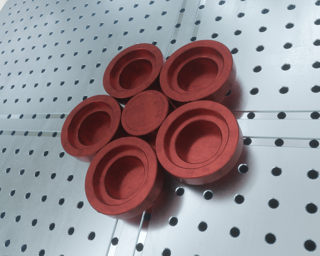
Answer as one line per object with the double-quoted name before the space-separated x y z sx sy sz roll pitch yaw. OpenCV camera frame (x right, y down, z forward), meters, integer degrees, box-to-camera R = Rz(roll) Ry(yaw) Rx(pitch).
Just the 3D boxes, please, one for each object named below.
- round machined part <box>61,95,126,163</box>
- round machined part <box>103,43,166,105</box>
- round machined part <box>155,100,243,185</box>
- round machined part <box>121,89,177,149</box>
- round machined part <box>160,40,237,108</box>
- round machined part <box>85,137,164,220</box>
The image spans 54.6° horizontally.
"round machined part" -0.088 0.004 0.441 0.098 0.042 0.098 -13 56 21
"round machined part" -0.032 -0.075 0.461 0.098 0.042 0.098 -13 56 21
"round machined part" 0.047 0.020 0.361 0.098 0.042 0.098 -13 56 21
"round machined part" -0.012 -0.011 0.411 0.098 0.042 0.098 -13 56 21
"round machined part" 0.052 -0.065 0.410 0.098 0.042 0.098 -13 56 21
"round machined part" -0.039 0.063 0.379 0.098 0.042 0.098 -13 56 21
